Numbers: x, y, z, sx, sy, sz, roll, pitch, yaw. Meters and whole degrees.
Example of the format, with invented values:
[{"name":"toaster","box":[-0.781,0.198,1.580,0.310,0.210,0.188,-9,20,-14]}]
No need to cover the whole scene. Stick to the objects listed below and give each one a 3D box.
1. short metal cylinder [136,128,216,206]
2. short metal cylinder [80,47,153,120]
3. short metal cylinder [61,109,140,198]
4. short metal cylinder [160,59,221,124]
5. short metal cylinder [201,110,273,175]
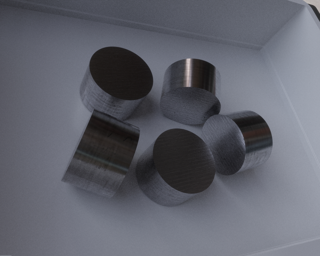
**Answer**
[{"name":"short metal cylinder","box":[0.018,0.047,0.370,0.081,0.050,0.080,14,56,-21]},{"name":"short metal cylinder","box":[-0.056,-0.055,0.392,0.081,0.050,0.080,14,56,-21]},{"name":"short metal cylinder","box":[-0.061,0.026,0.320,0.050,0.080,0.080,24,53,-14]},{"name":"short metal cylinder","box":[0.043,-0.048,0.424,0.080,0.080,0.050,20,54,-17]},{"name":"short metal cylinder","box":[0.100,0.018,0.413,0.050,0.080,0.080,-9,67,-33]}]
